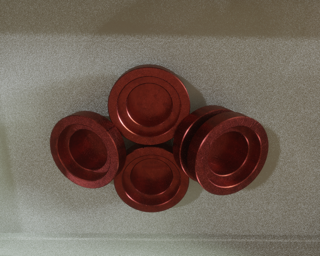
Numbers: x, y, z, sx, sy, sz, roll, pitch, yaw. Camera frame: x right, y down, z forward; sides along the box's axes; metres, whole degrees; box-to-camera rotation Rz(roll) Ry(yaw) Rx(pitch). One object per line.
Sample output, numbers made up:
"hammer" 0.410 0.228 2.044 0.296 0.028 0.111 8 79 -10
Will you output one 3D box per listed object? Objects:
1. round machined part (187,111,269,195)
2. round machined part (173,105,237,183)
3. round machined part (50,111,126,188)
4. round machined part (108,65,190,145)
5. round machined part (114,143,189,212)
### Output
"round machined part" 0.076 0.027 0.370 0.099 0.042 0.097 -8 112 -21
"round machined part" 0.061 0.017 0.396 0.099 0.042 0.097 -8 111 -21
"round machined part" -0.087 0.024 0.398 0.098 0.042 0.097 7 111 19
"round machined part" -0.013 -0.031 0.388 0.099 0.042 0.097 0 110 0
"round machined part" -0.011 0.062 0.422 0.099 0.042 0.097 0 110 0
